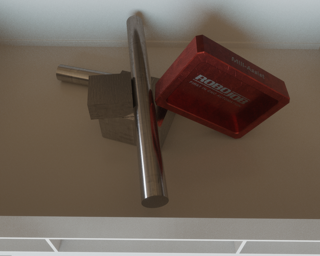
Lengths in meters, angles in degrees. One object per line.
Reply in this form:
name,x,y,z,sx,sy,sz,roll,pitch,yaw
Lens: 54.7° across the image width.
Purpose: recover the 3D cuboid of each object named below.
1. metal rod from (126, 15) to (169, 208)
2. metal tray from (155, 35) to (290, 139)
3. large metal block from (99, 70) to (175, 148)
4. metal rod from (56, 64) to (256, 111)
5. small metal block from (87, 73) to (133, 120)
metal rod,-0.022,-0.047,0.377,0.025,0.025,0.300,-5,50,-5
metal tray,0.071,-0.041,0.362,0.131,0.090,0.030,22,47,-24
large metal block,-0.025,-0.024,0.407,0.080,0.050,0.080,14,51,11
metal rod,-0.006,-0.056,0.451,0.301,0.025,0.025,11,51,9
small metal block,-0.058,-0.039,0.370,0.050,0.025,0.050,-5,50,-5
